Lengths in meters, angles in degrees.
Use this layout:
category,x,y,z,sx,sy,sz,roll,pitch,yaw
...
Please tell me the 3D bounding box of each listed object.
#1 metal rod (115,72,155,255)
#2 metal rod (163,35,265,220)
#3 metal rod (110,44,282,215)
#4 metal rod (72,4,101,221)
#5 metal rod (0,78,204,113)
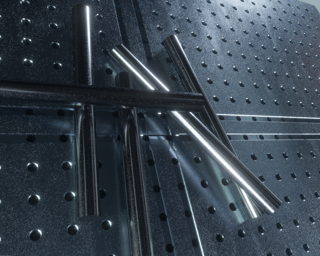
category,x,y,z,sx,sy,sz,roll,pitch,yaw
metal rod,-0.029,0.062,0.356,0.025,0.025,0.299,6,59,-26
metal rod,0.073,-0.013,0.457,0.025,0.025,0.299,-11,67,-33
metal rod,0.041,-0.005,0.417,0.300,0.025,0.025,46,51,10
metal rod,-0.094,-0.040,0.382,0.025,0.025,0.299,5,59,-26
metal rod,-0.094,-0.038,0.350,0.302,0.025,0.025,2,60,-17
